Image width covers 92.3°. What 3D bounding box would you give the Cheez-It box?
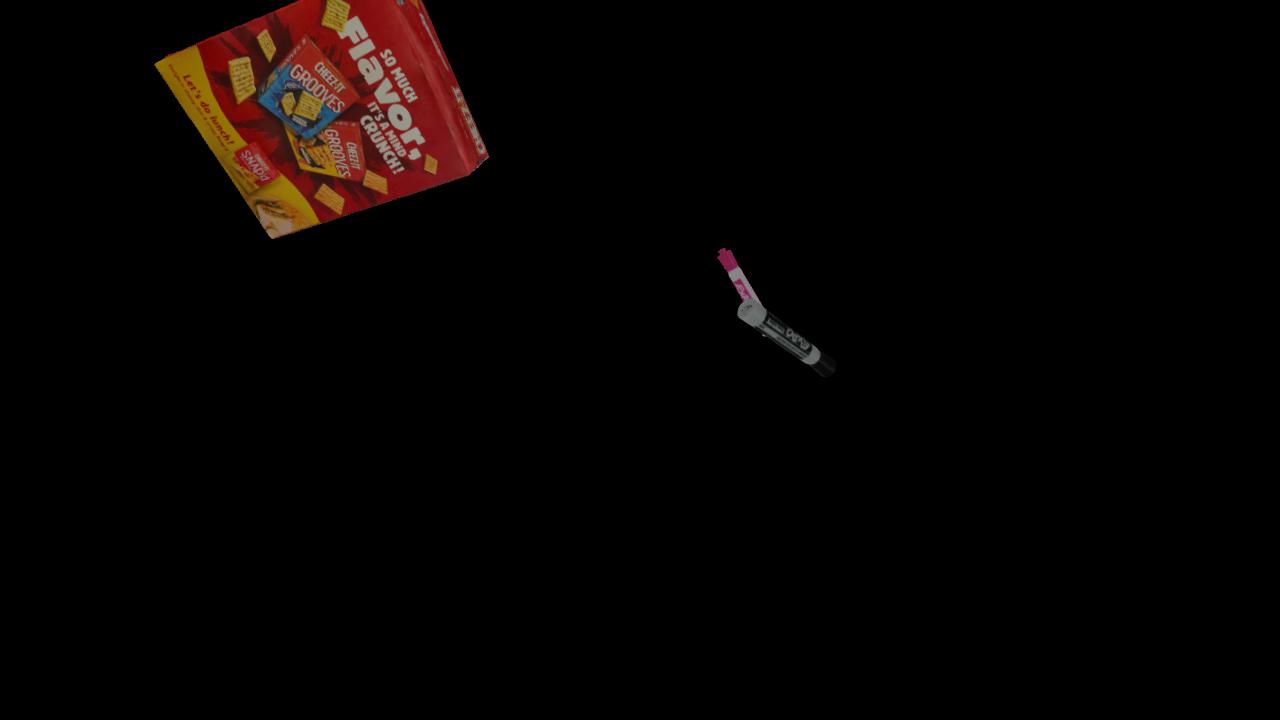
[{"bbox_3d":[-0.274,-0.221,0.550,0.223,0.166,0.071,-14,30,13],"label":"Cheez-It box"}]

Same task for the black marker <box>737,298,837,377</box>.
[{"bbox_3d":[0.130,-0.016,0.528,0.121,0.020,0.020,30,-17,-31],"label":"black marker"}]

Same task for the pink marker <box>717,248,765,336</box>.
[{"bbox_3d":[0.131,-0.085,0.761,0.020,0.121,0.020,-31,8,5],"label":"pink marker"}]
